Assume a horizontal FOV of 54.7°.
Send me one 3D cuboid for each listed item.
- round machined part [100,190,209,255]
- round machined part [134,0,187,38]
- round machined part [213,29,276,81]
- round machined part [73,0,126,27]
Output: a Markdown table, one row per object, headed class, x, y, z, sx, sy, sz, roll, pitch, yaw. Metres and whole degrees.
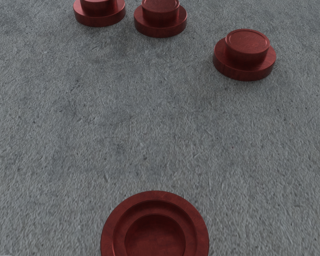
| class | x | y | z | sx | sy | sz | roll | pitch | yaw |
| --- | --- | --- | --- | --- | --- | --- | --- | --- | --- |
| round machined part | -0.005 | 0.113 | 0.297 | 0.099 | 0.042 | 0.098 | 0 | 50 | 0 |
| round machined part | 0.001 | -0.211 | 0.570 | 0.099 | 0.042 | 0.098 | 0 | 50 | 0 |
| round machined part | 0.136 | -0.122 | 0.496 | 0.099 | 0.042 | 0.098 | 0 | 50 | 0 |
| round machined part | -0.116 | -0.238 | 0.591 | 0.099 | 0.042 | 0.098 | 0 | 50 | 0 |
